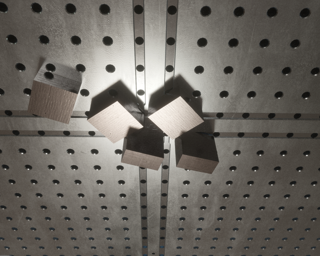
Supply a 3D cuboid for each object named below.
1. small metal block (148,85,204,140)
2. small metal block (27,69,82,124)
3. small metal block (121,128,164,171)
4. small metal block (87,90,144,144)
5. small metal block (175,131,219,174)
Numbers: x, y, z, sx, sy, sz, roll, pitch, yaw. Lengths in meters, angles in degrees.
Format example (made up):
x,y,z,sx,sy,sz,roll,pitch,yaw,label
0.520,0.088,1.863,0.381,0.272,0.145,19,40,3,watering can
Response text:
x,y,z,sx,sy,sz,roll,pitch,yaw,label
0.020,-0.019,0.396,0.050,0.025,0.050,-32,124,24,small metal block
-0.129,-0.037,0.378,0.050,0.025,0.050,18,128,-15,small metal block
-0.023,0.026,0.417,0.050,0.050,0.025,15,129,-13,small metal block
-0.056,-0.014,0.399,0.050,0.025,0.050,-29,125,22,small metal block
0.049,0.032,0.423,0.050,0.050,0.025,13,129,-11,small metal block
